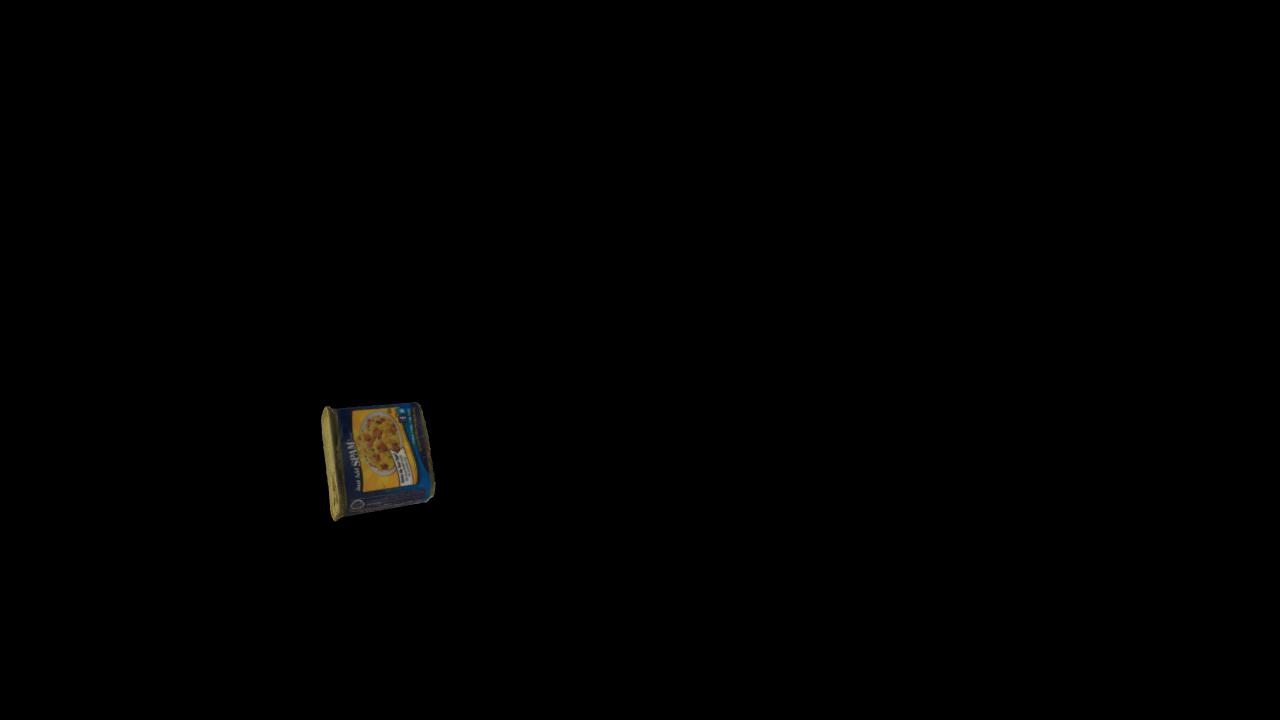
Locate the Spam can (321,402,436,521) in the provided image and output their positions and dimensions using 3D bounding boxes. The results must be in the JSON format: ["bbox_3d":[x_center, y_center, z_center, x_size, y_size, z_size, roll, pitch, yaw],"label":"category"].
[{"bbox_3d":[-0.248,0.092,0.582,0.085,0.101,0.058,-4,-21,-35],"label":"Spam can"}]
